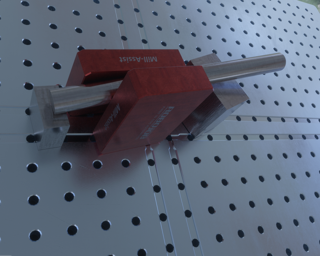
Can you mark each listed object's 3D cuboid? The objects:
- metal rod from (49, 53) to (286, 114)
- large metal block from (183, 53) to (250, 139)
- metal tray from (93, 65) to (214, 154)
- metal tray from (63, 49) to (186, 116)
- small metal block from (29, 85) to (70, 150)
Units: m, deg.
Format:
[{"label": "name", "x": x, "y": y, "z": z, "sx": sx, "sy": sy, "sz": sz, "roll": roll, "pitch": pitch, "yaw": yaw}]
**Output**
[{"label": "metal rod", "x": 0.029, "y": -0.058, "z": 0.364, "sx": 0.303, "sy": 0.025, "sz": 0.025, "roll": -14, "pitch": 69, "yaw": -24}, {"label": "large metal block", "x": 0.062, "y": -0.044, "z": 0.434, "sx": 0.050, "sy": 0.080, "sz": 0.080, "roll": -25, "pitch": 76, "yaw": -37}, {"label": "metal tray", "x": -0.012, "y": -0.017, "z": 0.346, "sx": 0.091, "sy": 0.129, "sz": 0.030, "roll": -10, "pitch": 68, "yaw": -33}, {"label": "metal tray", "x": -0.042, "y": -0.056, "z": 0.378, "sx": 0.131, "sy": 0.090, "sz": 0.030, "roll": -9, "pitch": 68, "yaw": -33}, {"label": "small metal block", "x": -0.121, "y": -0.011, "z": 0.334, "sx": 0.025, "sy": 0.050, "sz": 0.050, "roll": -9, "pitch": 66, "yaw": -32}]
